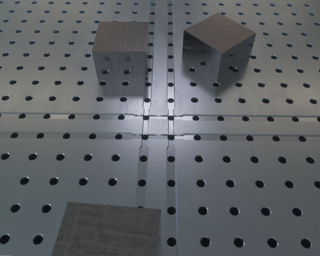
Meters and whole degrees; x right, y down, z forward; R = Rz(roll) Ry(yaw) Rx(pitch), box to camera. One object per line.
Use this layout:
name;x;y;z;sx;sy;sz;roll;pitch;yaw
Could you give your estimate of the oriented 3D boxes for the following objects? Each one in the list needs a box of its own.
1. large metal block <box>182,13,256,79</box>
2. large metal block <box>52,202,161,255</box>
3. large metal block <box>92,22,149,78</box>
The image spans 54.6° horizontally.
large metal block;0.094;-0.136;0.506;0.080;0.050;0.080;-34;58;-25
large metal block;-0.041;0.111;0.279;0.080;0.080;0.050;4;50;3
large metal block;-0.059;-0.127;0.498;0.080;0.050;0.080;0;50;0
